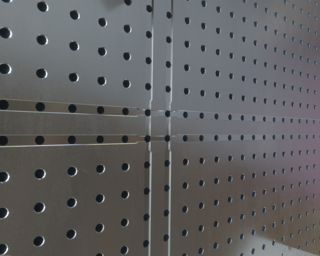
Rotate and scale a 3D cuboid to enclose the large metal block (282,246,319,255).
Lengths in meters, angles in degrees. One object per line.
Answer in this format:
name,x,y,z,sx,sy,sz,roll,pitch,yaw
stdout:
large metal block,0.280,0.290,0.607,0.050,0.080,0.080,50,61,-29
